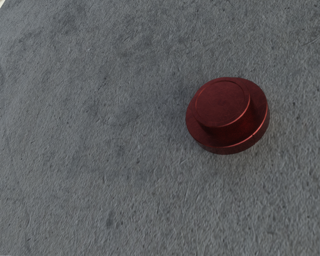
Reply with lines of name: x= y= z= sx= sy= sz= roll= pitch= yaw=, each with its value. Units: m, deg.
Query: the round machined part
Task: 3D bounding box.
round machined part: x=0.076 y=-0.021 z=0.367 sx=0.098 sy=0.042 sz=0.098 roll=-13 pitch=56 yaw=21
